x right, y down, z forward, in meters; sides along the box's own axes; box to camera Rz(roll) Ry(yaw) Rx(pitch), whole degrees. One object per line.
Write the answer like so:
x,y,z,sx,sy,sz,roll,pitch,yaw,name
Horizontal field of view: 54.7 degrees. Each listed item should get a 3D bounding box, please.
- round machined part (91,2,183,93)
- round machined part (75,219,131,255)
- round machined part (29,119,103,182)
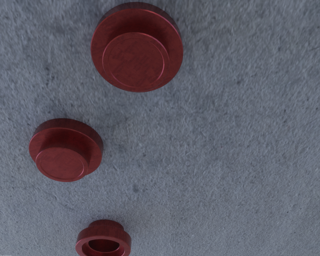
-0.024,-0.078,0.330,0.099,0.042,0.097,-1,130,0,round machined part
-0.102,0.205,0.569,0.099,0.042,0.097,-1,130,0,round machined part
-0.130,0.037,0.426,0.099,0.042,0.097,-1,130,0,round machined part
